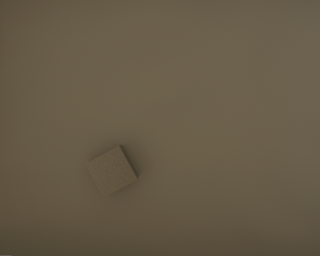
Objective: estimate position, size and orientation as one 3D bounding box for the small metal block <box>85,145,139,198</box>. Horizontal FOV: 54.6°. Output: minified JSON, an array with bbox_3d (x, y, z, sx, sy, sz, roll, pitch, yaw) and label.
[{"bbox_3d":[-0.063,0.056,0.411,0.050,0.025,0.050,-29,90,0],"label":"small metal block"}]
